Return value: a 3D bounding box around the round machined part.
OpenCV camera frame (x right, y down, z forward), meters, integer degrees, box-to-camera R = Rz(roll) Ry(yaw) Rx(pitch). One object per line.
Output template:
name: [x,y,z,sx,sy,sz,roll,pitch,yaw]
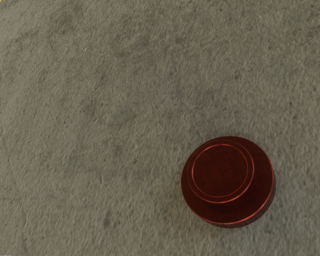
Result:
round machined part: [0.068,0.051,0.325,0.098,0.042,0.098,-13,56,20]
